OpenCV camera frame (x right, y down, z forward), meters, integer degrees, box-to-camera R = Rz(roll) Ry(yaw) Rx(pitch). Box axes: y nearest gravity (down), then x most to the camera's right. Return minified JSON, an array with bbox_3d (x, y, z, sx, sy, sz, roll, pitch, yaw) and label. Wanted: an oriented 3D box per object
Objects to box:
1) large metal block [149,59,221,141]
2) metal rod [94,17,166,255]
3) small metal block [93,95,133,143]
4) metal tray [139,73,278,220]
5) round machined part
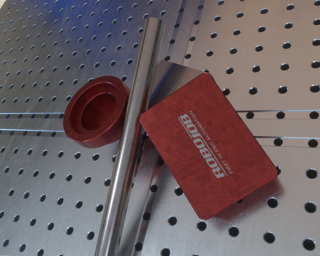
[{"bbox_3d":[0.020,-0.033,0.398,0.080,0.050,0.080,25,75,36],"label":"large metal block"},{"bbox_3d":[-0.034,0.015,0.362,0.025,0.025,0.299,6,80,31],"label":"metal rod"},{"bbox_3d":[-0.069,-0.013,0.449,0.050,0.025,0.050,-20,54,16],"label":"small metal block"},{"bbox_3d":[0.049,0.018,0.331,0.090,0.030,0.130,-34,76,6],"label":"metal tray"},{"bbox_3d":[-0.075,-0.017,0.407,0.098,0.042,0.098,-15,55,23],"label":"round machined part"}]
